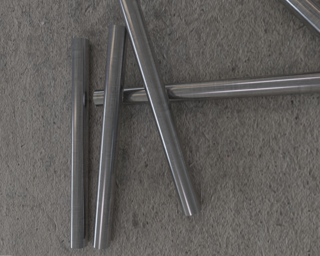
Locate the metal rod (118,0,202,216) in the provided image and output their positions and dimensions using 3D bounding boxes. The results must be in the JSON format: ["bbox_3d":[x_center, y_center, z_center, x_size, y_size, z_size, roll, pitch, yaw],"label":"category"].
[{"bbox_3d":[-0.002,-0.036,0.383,0.025,0.025,0.298,-15,95,19],"label":"metal rod"}]

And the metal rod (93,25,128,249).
[{"bbox_3d":[-0.067,0.019,0.413,0.025,0.025,0.298,10,101,19],"label":"metal rod"}]

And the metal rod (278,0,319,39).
[{"bbox_3d":[0.151,-0.151,0.355,0.025,0.025,0.300,-43,77,15],"label":"metal rod"}]

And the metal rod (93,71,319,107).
[{"bbox_3d":[0.054,-0.047,0.389,0.301,0.025,0.025,-2,89,19],"label":"metal rod"}]

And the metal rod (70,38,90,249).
[{"bbox_3d":[-0.116,0.022,0.449,0.025,0.025,0.298,1,90,20],"label":"metal rod"}]
